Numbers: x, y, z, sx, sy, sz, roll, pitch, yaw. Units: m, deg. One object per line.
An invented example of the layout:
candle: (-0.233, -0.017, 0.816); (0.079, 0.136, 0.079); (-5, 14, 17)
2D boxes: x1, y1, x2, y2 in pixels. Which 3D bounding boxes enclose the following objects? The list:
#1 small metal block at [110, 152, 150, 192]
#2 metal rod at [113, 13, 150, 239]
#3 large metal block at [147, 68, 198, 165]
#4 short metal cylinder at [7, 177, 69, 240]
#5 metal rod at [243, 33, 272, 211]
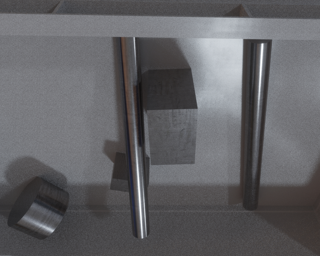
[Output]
small metal block: (-0.043, 0.065, 0.448); (0.050, 0.050, 0.025); (11, 129, -10)
metal rod: (-0.031, 0.017, 0.379); (0.025, 0.025, 0.298); (-1, 117, 0)
large metal block: (0.013, -0.014, 0.362); (0.050, 0.080, 0.079); (-2, 130, 1)
short metal cylinder: (-0.185, 0.123, 0.475); (0.080, 0.080, 0.050); (-36, 122, 26)
metal rod: (0.129, 0.017, 0.425); (0.025, 0.025, 0.298); (-7, 130, 5)
